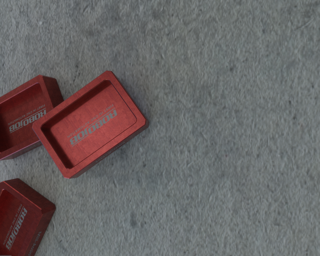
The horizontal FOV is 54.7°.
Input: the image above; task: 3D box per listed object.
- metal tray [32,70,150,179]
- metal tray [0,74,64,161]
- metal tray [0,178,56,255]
[{"bbox_3d":[-0.092,-0.004,0.418,0.130,0.030,0.090,-36,82,1],"label":"metal tray"},{"bbox_3d":[-0.207,-0.014,0.477,0.130,0.030,0.090,-24,82,18],"label":"metal tray"},{"bbox_3d":[-0.229,0.157,0.484,0.090,0.030,0.129,29,99,17],"label":"metal tray"}]
